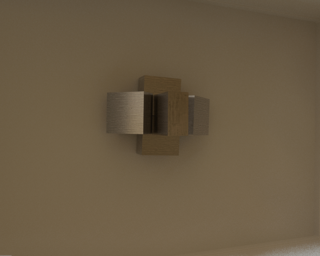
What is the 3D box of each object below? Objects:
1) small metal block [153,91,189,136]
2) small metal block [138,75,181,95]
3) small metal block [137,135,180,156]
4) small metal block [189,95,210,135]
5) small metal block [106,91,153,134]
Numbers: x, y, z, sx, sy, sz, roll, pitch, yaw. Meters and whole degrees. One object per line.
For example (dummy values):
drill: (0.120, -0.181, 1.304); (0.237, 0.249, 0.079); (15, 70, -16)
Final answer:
small metal block: (0.012, -0.016, 0.372); (0.025, 0.050, 0.050); (1, 90, -21)
small metal block: (-0.001, -0.040, 0.407); (0.050, 0.025, 0.050); (3, 89, -21)
small metal block: (-0.002, 0.010, 0.407); (0.050, 0.025, 0.050); (3, 89, -20)
small metal block: (0.044, -0.016, 0.412); (0.050, 0.025, 0.050); (2, 90, -59)
small metal block: (-0.037, -0.018, 0.380); (0.050, 0.025, 0.050); (1, 90, 23)
